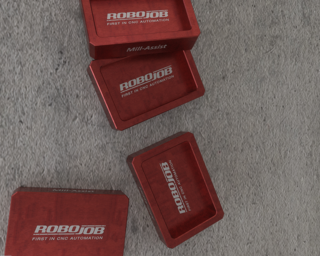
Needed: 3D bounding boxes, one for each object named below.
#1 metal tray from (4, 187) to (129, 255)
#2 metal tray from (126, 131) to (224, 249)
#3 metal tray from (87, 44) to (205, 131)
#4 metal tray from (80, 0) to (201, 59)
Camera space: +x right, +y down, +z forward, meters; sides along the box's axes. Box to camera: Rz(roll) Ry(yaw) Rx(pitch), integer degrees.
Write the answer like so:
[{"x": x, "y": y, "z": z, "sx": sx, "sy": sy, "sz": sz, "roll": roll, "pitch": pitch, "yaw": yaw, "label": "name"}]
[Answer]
[{"x": -0.107, "y": 0.119, "z": 0.367, "sx": 0.131, "sy": 0.030, "sz": 0.089, "roll": 7, "pitch": 88, "yaw": -20, "label": "metal tray"}, {"x": 0.022, "y": 0.080, "z": 0.414, "sx": 0.091, "sy": 0.030, "sz": 0.129, "roll": -25, "pitch": 98, "yaw": -18, "label": "metal tray"}, {"x": -0.016, "y": -0.061, "z": 0.400, "sx": 0.131, "sy": 0.030, "sz": 0.090, "roll": -24, "pitch": 98, "yaw": -19, "label": "metal tray"}, {"x": -0.026, "y": -0.135, "z": 0.374, "sx": 0.131, "sy": 0.030, "sz": 0.090, "roll": -10, "pitch": 73, "yaw": -15, "label": "metal tray"}]
